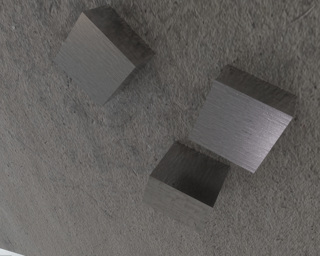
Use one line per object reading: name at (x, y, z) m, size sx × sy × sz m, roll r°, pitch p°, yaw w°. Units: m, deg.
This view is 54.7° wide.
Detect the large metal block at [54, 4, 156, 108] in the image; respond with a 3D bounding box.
large metal block at (-0.067, -0.086, 0.373) m, size 0.080 × 0.050 × 0.080 m, roll 46°, pitch 129°, yaw -4°

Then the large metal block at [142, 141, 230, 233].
large metal block at (0.035, 0.072, 0.398) m, size 0.080 × 0.080 × 0.050 m, roll 25°, pitch 127°, yaw 12°

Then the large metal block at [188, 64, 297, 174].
large metal block at (0.088, -0.011, 0.338) m, size 0.080 × 0.050 × 0.079 m, roll 28°, pitch 128°, yaw 10°
